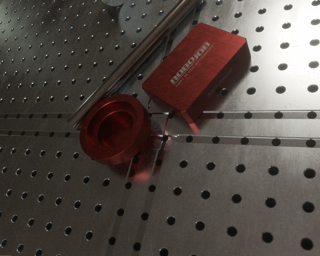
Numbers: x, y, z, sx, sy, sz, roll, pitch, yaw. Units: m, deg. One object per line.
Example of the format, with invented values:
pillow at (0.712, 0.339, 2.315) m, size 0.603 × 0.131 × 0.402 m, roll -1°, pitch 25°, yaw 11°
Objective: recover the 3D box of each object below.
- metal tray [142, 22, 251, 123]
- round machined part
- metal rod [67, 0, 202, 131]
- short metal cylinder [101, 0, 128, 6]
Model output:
metal tray at (0.049, -0.079, 0.427) m, size 0.130 × 0.030 × 0.090 m, roll -49°, pitch 52°, yaw -7°
round machined part at (-0.056, 0.006, 0.422) m, size 0.098 × 0.042 × 0.098 m, roll -13°, pitch 56°, yaw 20°
metal rod at (-0.035, -0.114, 0.494) m, size 0.300 × 0.025 × 0.025 m, roll -48°, pitch 52°, yaw -6°
short metal cylinder at (-0.096, -0.283, 0.595) m, size 0.080 × 0.080 × 0.050 m, roll -42°, pitch 51°, yaw -1°
